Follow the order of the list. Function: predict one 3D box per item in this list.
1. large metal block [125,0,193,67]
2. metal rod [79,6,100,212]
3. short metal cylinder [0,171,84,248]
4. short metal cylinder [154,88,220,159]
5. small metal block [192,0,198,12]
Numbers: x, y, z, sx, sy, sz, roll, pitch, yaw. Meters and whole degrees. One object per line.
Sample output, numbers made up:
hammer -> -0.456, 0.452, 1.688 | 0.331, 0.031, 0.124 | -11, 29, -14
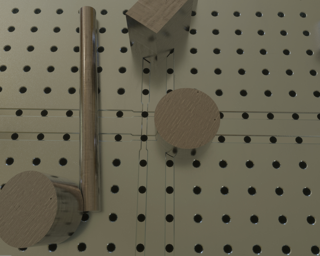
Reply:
large metal block -> 0.001, -0.148, 0.436 | 0.050, 0.080, 0.080 | 36, 74, 12
metal rod -> -0.098, -0.039, 0.424 | 0.025, 0.025, 0.299 | -5, 70, -2
short metal cylinder -> -0.136, 0.092, 0.352 | 0.080, 0.050, 0.080 | -5, 72, 17
short metal cylinder -> 0.033, -0.005, 0.400 | 0.081, 0.050, 0.080 | 0, 70, 0
small metal block -> 0.033, -0.212, 0.476 | 0.050, 0.050, 0.025 | 25, 72, 8
